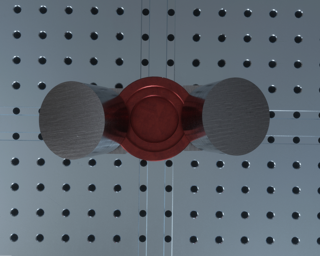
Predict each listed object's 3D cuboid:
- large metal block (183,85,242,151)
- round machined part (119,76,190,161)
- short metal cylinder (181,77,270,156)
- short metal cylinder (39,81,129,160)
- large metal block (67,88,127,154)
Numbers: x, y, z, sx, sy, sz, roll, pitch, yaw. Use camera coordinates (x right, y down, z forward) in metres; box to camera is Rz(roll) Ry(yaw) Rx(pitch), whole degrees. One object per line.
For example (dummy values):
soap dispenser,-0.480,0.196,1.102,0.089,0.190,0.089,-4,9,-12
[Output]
large metal block,0.069,-0.013,0.401,0.081,0.050,0.080,-1,90,0
round machined part,-0.006,-0.011,0.375,0.099,0.042,0.097,0,90,0
short metal cylinder,0.070,-0.012,0.338,0.081,0.050,0.080,0,90,-20
short metal cylinder,-0.082,-0.008,0.337,0.080,0.050,0.079,0,91,21
large metal block,-0.081,-0.009,0.400,0.081,0.050,0.080,1,90,0
